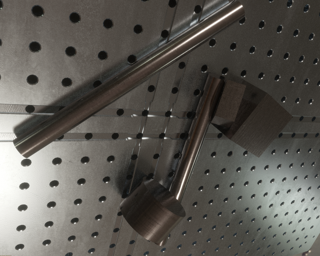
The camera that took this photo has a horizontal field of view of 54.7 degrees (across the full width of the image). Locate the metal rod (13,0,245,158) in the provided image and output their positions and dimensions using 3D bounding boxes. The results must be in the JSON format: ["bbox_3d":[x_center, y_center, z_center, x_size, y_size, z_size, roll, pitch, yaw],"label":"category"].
[{"bbox_3d":[-0.030,-0.060,0.358,0.301,0.025,0.025,-34,129,-6],"label":"metal rod"}]

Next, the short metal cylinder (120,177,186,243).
[{"bbox_3d":[-0.010,0.116,0.444,0.050,0.080,0.080,-49,129,6],"label":"short metal cylinder"}]

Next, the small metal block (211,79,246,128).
[{"bbox_3d":[0.091,-0.031,0.416,0.025,0.050,0.050,19,82,6],"label":"small metal block"}]

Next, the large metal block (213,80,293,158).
[{"bbox_3d":[0.138,-0.012,0.465,0.080,0.050,0.080,29,102,-38],"label":"large metal block"}]

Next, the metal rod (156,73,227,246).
[{"bbox_3d":[0.038,0.062,0.472,0.025,0.025,0.298,2,118,-30],"label":"metal rod"}]
